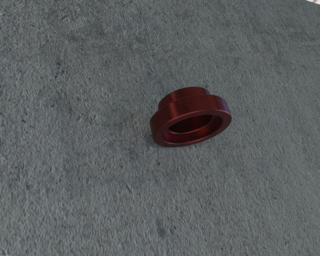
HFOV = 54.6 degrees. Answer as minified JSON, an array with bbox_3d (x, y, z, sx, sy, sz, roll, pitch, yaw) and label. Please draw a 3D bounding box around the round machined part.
[{"bbox_3d":[0.035,-0.016,0.385,0.099,0.098,0.042,0,62,-28],"label":"round machined part"}]
